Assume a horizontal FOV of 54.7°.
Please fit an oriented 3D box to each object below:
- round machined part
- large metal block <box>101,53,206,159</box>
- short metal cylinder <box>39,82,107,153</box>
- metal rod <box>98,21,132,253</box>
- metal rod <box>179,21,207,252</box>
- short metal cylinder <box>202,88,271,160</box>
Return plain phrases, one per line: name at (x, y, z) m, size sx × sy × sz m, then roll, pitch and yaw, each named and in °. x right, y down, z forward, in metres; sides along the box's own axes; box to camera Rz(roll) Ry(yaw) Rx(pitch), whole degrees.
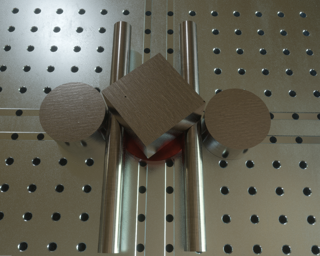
round machined part at (-0.007, -0.004, 0.405) m, size 0.099 × 0.042 × 0.098 m, roll 0°, pitch 70°, yaw 0°
large metal block at (-0.007, -0.025, 0.357) m, size 0.080 × 0.050 × 0.080 m, roll -36°, pitch 74°, yaw -12°
short metal cylinder at (-0.107, -0.012, 0.402) m, size 0.081 × 0.050 × 0.080 m, roll 0°, pitch 70°, yaw 0°
metal rod at (-0.054, -0.004, 0.390) m, size 0.025 × 0.025 × 0.299 m, roll 1°, pitch 70°, yaw 0°
metal rod at (0.039, -0.005, 0.391) m, size 0.025 × 0.025 × 0.299 m, roll 0°, pitch 70°, yaw 0°
short metal cylinder at (0.094, -0.004, 0.400) m, size 0.081 × 0.050 × 0.080 m, roll 0°, pitch 70°, yaw 0°
